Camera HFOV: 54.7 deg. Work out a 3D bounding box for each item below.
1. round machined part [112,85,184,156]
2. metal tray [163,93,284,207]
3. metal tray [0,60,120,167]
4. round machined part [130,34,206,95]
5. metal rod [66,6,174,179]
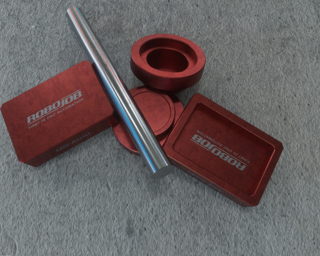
[{"bbox_3d":[-0.015,-0.014,0.406,0.099,0.042,0.098,0,70,0],"label":"round machined part"},{"bbox_3d":[0.076,0.027,0.386,0.130,0.030,0.090,31,72,0],"label":"metal tray"},{"bbox_3d":[-0.129,-0.019,0.401,0.130,0.030,0.090,-29,70,-1],"label":"metal tray"},{"bbox_3d":[0.009,-0.083,0.419,0.099,0.042,0.098,4,48,-5],"label":"round machined part"},{"bbox_3d":[-0.064,-0.064,0.397,0.025,0.025,0.299,-26,59,-9],"label":"metal rod"}]
